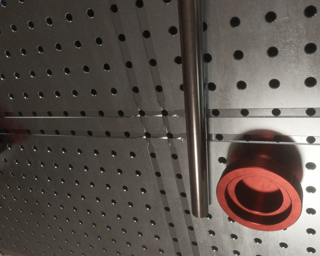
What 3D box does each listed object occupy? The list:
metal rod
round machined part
[{"bbox_3d":[0.044,-0.006,0.382,0.025,0.025,0.298,8,122,24],"label":"metal rod"},{"bbox_3d":[0.123,0.076,0.382,0.098,0.042,0.097,13,124,20],"label":"round machined part"}]
